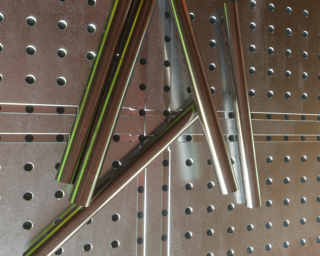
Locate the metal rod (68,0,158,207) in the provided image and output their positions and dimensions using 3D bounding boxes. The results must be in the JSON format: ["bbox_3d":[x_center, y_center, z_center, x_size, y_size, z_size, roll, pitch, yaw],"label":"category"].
[{"bbox_3d":[-0.051,-0.053,0.385,0.025,0.025,0.299,21,80,-19],"label":"metal rod"}]

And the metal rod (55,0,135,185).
[{"bbox_3d":[-0.071,-0.078,0.386,0.025,0.025,0.299,19,84,-20],"label":"metal rod"}]

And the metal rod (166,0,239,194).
[{"bbox_3d":[0.051,-0.062,0.410,0.025,0.025,0.298,-14,87,-20],"label":"metal rod"}]

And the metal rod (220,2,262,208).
[{"bbox_3d":[0.120,-0.032,0.458,0.025,0.025,0.298,-9,93,-20],"label":"metal rod"}]

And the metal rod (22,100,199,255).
[{"bbox_3d":[-0.042,0.057,0.397,0.301,0.025,0.025,-42,104,-15],"label":"metal rod"}]
